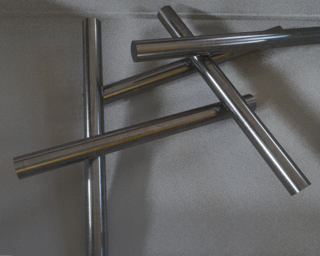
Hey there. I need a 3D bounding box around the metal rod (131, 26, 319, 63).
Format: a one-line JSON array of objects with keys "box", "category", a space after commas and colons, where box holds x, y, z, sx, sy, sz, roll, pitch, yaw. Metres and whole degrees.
[{"box": [0.109, -0.114, 0.411, 0.302, 0.025, 0.025, -10, 70, -20], "category": "metal rod"}]

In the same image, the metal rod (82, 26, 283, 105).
[{"box": [0.039, -0.088, 0.441, 0.302, 0.025, 0.025, -21, 72, -8], "category": "metal rod"}]

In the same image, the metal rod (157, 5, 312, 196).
[{"box": [0.081, -0.050, 0.395, 0.025, 0.025, 0.299, -28, 68, -10], "category": "metal rod"}]

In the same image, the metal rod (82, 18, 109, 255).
[{"box": [-0.082, 0.003, 0.387, 0.025, 0.025, 0.299, -4, 78, -1], "category": "metal rod"}]

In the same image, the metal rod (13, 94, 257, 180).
[{"box": [-0.015, 0.004, 0.377, 0.302, 0.025, 0.025, -16, 71, -18], "category": "metal rod"}]
